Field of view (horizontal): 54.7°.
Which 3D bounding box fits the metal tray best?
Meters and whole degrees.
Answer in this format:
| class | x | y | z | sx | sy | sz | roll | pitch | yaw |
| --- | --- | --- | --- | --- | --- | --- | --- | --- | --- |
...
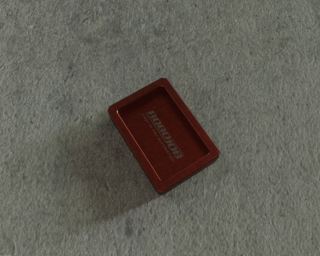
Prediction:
| class | x | y | z | sx | sy | sz | roll | pitch | yaw |
| --- | --- | --- | --- | --- | --- | --- | --- | --- | --- |
| metal tray | 0.003 | 0.008 | 0.402 | 0.090 | 0.030 | 0.130 | -31 | 73 | -11 |
